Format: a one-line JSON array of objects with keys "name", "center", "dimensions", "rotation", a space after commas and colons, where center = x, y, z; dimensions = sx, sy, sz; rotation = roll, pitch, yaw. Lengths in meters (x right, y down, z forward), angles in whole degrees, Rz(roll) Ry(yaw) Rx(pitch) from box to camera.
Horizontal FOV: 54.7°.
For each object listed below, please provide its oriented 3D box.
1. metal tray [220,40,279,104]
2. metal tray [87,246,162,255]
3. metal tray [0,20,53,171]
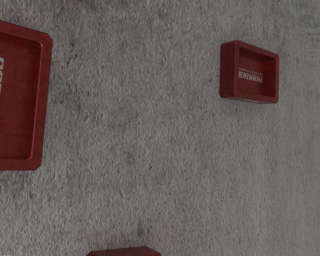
[{"name": "metal tray", "center": [0.157, -0.091, 0.531], "dimensions": [0.131, 0.030, 0.089], "rotation": [3, 88, -40]}, {"name": "metal tray", "center": [-0.048, 0.211, 0.361], "dimensions": [0.091, 0.030, 0.129], "rotation": [13, 82, -39]}, {"name": "metal tray", "center": [-0.150, -0.029, 0.274], "dimensions": [0.091, 0.030, 0.129], "rotation": [7, 86, -40]}]
